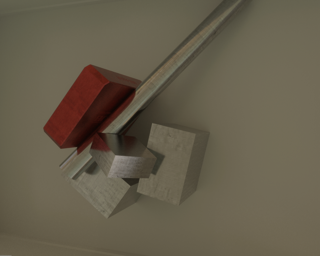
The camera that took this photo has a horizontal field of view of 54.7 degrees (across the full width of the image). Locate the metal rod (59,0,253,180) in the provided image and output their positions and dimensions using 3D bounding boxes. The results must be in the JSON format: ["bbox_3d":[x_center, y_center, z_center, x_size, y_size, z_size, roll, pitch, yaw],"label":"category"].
[{"bbox_3d":[0.000,-0.057,0.360,0.025,0.025,0.300,43,86,14],"label":"metal rod"}]

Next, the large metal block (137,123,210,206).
[{"bbox_3d":[0.019,0.039,0.373,0.050,0.080,0.079,14,95,19],"label":"large metal block"}]

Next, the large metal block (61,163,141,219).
[{"bbox_3d":[-0.064,0.062,0.403,0.080,0.080,0.050,38,102,15],"label":"large metal block"}]

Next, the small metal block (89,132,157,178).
[{"bbox_3d":[-0.040,0.029,0.330,0.050,0.050,0.025,40,114,47],"label":"small metal block"}]

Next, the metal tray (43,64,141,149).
[{"bbox_3d":[-0.066,-0.022,0.375,0.030,0.130,0.090,42,104,16],"label":"metal tray"}]
